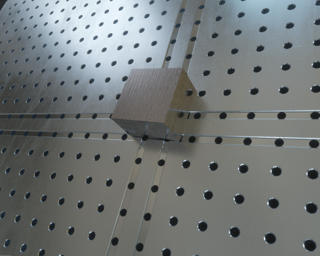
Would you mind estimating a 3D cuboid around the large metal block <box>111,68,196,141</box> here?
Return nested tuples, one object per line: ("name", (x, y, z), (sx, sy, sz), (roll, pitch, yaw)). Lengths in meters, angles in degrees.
("large metal block", (-0.007, -0.033, 0.417), (0.080, 0.050, 0.080), (6, 64, 31))
